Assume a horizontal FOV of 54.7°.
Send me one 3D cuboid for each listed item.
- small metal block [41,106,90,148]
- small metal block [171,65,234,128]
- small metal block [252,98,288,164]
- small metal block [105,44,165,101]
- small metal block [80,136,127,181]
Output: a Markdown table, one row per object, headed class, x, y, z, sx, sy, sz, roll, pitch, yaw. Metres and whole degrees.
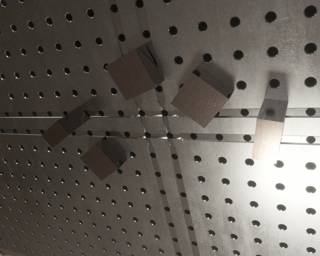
| class | x | y | z | sx | sy | sz | roll | pitch | yaw |
| --- | --- | --- | --- | --- | --- | --- | --- | --- | --- |
| small metal block | -0.142 | -0.002 | 0.466 | 0.050 | 0.050 | 0.025 | -32 | 101 | 38 |
| small metal block | 0.049 | -0.036 | 0.362 | 0.050 | 0.025 | 0.050 | 37 | 129 | 3 |
| small metal block | 0.119 | 0.002 | 0.333 | 0.025 | 0.050 | 0.050 | 11 | 123 | 22 |
| small metal block | -0.031 | -0.068 | 0.384 | 0.050 | 0.025 | 0.050 | -19 | 109 | 35 |
| small metal block | -0.089 | 0.049 | 0.486 | 0.050 | 0.025 | 0.050 | 49 | 128 | -7 |
